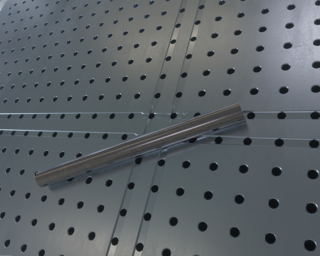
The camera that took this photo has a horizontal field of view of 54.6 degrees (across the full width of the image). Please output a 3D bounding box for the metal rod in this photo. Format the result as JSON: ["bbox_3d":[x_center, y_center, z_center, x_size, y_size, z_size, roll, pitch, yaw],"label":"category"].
[{"bbox_3d":[-0.038,0.027,0.412,0.300,0.025,0.025,-19,54,17],"label":"metal rod"}]
